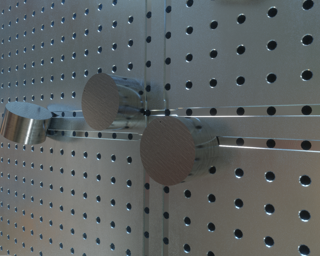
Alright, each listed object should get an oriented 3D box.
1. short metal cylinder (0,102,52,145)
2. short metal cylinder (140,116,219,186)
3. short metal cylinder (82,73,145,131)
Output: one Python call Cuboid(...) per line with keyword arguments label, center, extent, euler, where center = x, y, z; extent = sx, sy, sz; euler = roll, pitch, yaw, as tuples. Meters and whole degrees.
Cuboid(label="short metal cylinder", center=(-0.247, -0.010, 0.574), extent=(0.080, 0.081, 0.050), euler=(33, 110, 35))
Cuboid(label="short metal cylinder", center=(0.022, 0.026, 0.373), extent=(0.080, 0.050, 0.079), euler=(0, 90, 39))
Cuboid(label="short metal cylinder", center=(-0.068, -0.036, 0.447), extent=(0.080, 0.050, 0.079), euler=(0, 90, 39))
